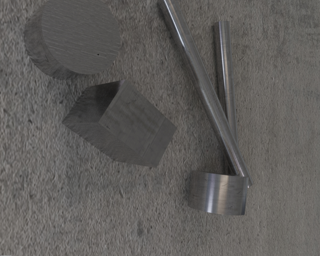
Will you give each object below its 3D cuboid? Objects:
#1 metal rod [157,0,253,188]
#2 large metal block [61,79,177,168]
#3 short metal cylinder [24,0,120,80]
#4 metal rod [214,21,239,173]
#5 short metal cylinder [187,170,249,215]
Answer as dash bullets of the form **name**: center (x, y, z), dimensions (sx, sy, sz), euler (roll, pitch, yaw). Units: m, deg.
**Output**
- **metal rod**: center (0.070, -0.043, 0.446), dimensions (0.025, 0.025, 0.299), euler (-35, 107, -34)
- **large metal block**: center (-0.044, -0.003, 0.332), dimensions (0.080, 0.080, 0.050), euler (42, 65, -32)
- **short metal cylinder**: center (-0.088, -0.091, 0.314), dimensions (0.081, 0.050, 0.080), euler (0, 90, -40)
- **metal rod**: center (0.110, -0.016, 0.496), dimensions (0.025, 0.025, 0.298), euler (-9, 96, -40)
- **short metal cylinder**: center (0.082, 0.089, 0.437), dimensions (0.081, 0.080, 0.050), euler (12, 83, -40)
